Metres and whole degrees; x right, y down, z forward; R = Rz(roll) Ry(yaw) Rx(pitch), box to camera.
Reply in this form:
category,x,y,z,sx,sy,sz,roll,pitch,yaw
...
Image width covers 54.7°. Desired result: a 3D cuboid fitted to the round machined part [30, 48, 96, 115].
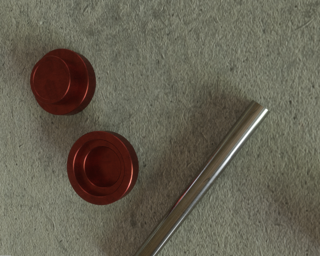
category,x,y,z,sx,sy,sz,roll,pitch,yaw
round machined part,-0.147,-0.067,0.450,0.098,0.042,0.097,0,90,19

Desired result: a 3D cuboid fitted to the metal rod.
category,x,y,z,sx,sy,sz,roll,pitch,yaw
metal rod,0.035,0.093,0.395,0.025,0.025,0.299,39,102,15

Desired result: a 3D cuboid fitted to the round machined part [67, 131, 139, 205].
category,x,y,z,sx,sy,sz,roll,pitch,yaw
round machined part,-0.074,0.052,0.425,0.098,0.042,0.097,0,90,19
